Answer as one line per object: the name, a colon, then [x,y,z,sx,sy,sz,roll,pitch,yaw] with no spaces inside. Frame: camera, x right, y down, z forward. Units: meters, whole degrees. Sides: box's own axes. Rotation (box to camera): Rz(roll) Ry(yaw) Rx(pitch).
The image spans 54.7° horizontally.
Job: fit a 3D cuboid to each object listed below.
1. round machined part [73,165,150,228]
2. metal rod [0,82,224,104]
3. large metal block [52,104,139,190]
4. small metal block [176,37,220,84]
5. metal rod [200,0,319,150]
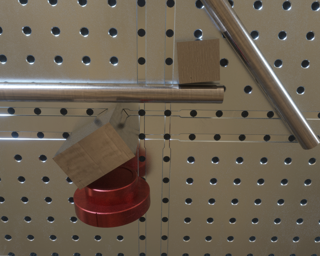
round machined part: [-0.062,0.082,0.404,0.099,0.098,0.042,-2,110,0]
metal rod: [-0.071,-0.045,0.395,0.302,0.025,0.025,0,110,-1]
large metal block: [-0.076,0.020,0.390,0.080,0.080,0.050,-32,107,11]
small metal block: [0.047,-0.084,0.383,0.050,0.025,0.050,-5,110,1]
metal rod: [0.113,-0.089,0.382,0.025,0.025,0.300,-37,107,12]
